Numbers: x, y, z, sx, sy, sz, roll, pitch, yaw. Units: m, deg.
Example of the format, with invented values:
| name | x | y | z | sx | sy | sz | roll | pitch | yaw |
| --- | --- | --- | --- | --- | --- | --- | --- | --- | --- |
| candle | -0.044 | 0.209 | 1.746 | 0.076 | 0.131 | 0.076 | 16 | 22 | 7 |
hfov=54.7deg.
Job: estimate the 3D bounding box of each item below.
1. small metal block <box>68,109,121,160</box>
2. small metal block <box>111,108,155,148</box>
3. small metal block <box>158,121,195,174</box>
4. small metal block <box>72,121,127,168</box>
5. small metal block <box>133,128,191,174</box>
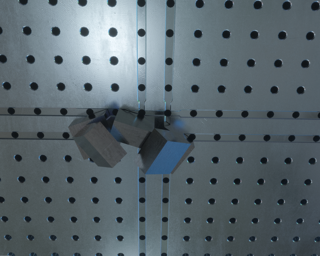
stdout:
| name | x | y | z | sx | sy | sz | roll | pitch | yaw |
| --- | --- | --- | --- | --- | --- | --- | --- | --- | --- |
| small metal block | -0.086 | 0.009 | 0.416 | 0.050 | 0.025 | 0.050 | -18 | 109 | 6 |
| small metal block | -0.035 | 0.001 | 0.400 | 0.050 | 0.050 | 0.025 | 18 | 109 | -7 |
| small metal block | 0.011 | 0.027 | 0.424 | 0.050 | 0.025 | 0.050 | 34 | 106 | -12 |
| small metal block | -0.074 | 0.021 | 0.377 | 0.025 | 0.050 | 0.050 | -46 | 108 | -25 |
| small metal block | 0.003 | 0.030 | 0.383 | 0.050 | 0.025 | 0.050 | 11 | 118 | -52 |
